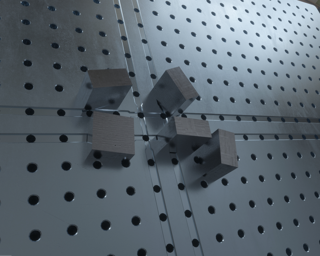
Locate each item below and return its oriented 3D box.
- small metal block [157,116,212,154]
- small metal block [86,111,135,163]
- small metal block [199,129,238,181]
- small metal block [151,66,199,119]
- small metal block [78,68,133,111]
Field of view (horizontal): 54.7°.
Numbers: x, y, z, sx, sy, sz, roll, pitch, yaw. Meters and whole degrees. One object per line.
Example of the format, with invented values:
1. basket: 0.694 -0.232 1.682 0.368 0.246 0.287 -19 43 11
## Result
1. small metal block: 0.031 0.010 0.404 0.050 0.050 0.025 6 59 -26
2. small metal block: -0.059 0.011 0.371 0.050 0.025 0.050 9 58 -24
3. small metal block: 0.076 0.036 0.413 0.025 0.050 0.050 15 56 -20
4. small metal block: 0.020 -0.049 0.435 0.025 0.050 0.050 -23 75 -37
5. small metal block: -0.069 -0.048 0.385 0.050 0.050 0.025 -10 67 -33
